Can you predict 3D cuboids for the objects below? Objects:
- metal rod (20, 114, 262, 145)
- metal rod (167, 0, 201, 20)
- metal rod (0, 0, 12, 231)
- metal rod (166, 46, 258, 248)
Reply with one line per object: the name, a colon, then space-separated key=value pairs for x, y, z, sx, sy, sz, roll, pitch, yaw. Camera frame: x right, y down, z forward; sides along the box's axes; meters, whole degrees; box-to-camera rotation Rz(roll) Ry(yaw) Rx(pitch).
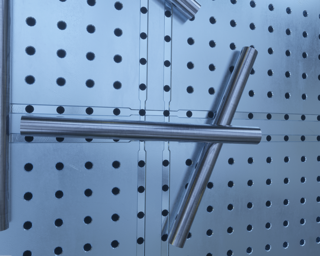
metal rod: x=-0.012 y=0.004 z=0.393 sx=0.302 sy=0.025 sz=0.025 roll=3 pitch=89 yaw=-15
metal rod: x=-0.069 y=-0.243 z=0.387 sx=0.301 sy=0.025 sz=0.025 roll=35 pitch=79 yaw=-17
metal rod: x=-0.181 y=-0.037 z=0.345 sx=0.025 sy=0.025 sz=0.298 roll=1 pitch=90 yaw=-20
metal rod: x=0.077 y=0.021 z=0.442 sx=0.025 sy=0.025 sz=0.299 roll=26 pitch=81 yaw=-19
